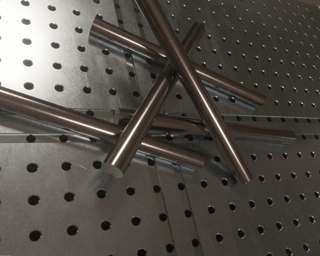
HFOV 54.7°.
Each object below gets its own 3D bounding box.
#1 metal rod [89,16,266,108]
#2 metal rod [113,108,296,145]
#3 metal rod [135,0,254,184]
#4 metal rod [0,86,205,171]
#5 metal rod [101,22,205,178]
[{"bbox_3d":[0.038,-0.098,0.489,0.302,0.025,0.025,21,54,-16],"label":"metal rod"},{"bbox_3d":[0.081,0.001,0.452,0.302,0.025,0.025,6,59,-25],"label":"metal rod"},{"bbox_3d":[0.045,-0.056,0.413,0.025,0.025,0.299,-36,100,-39],"label":"metal rod"},{"bbox_3d":[-0.083,-0.002,0.365,0.302,0.025,0.025,19,54,-18],"label":"metal rod"},{"bbox_3d":[0.006,-0.059,0.415,0.025,0.025,0.301,34,51,-7],"label":"metal rod"}]
